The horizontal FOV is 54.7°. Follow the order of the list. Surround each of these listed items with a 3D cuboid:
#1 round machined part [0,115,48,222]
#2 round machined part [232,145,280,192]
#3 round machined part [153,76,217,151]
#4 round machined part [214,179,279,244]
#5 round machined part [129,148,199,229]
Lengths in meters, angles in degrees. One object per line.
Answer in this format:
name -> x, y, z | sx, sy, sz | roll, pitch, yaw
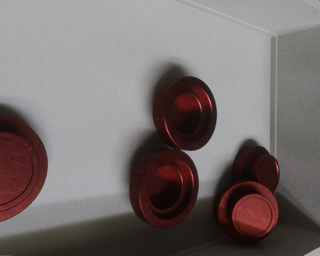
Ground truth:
round machined part -> -0.147, 0.036, 0.272 | 0.099, 0.042, 0.097 | 0, 90, -40
round machined part -> 0.173, 0.080, 0.540 | 0.099, 0.042, 0.097 | 0, 90, -40
round machined part -> 0.029, -0.019, 0.420 | 0.099, 0.042, 0.097 | 0, 90, -40
round machined part -> 0.138, 0.131, 0.480 | 0.099, 0.042, 0.097 | 0, 89, -6
round machined part -> 0.001, 0.074, 0.396 | 0.099, 0.042, 0.097 | 0, 90, -40
